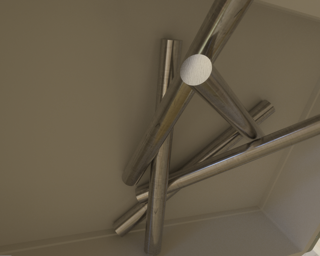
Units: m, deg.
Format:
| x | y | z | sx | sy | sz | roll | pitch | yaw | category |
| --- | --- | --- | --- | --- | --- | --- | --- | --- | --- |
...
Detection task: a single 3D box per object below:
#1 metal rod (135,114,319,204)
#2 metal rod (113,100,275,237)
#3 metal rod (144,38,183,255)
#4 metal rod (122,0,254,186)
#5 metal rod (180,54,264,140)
| x | y | z | sx | sy | sz | roll | pitch | yaw | category |
| --- | --- | --- | --- | --- | --- | --- | --- | --- | --- |
| 0.104 | 0.040 | 0.423 | 0.301 | 0.025 | 0.025 | -24 | 131 | 13 | metal rod |
| 0.053 | 0.060 | 0.474 | 0.300 | 0.025 | 0.025 | -39 | 129 | -2 | metal rod |
| 0.001 | 0.039 | 0.404 | 0.025 | 0.025 | 0.298 | -5 | 112 | -26 | metal rod |
| 0.010 | -0.018 | 0.323 | 0.025 | 0.025 | 0.298 | -3 | 145 | -27 | metal rod |
| 0.093 | -0.011 | 0.362 | 0.025 | 0.025 | 0.301 | -50 | 151 | 8 | metal rod |
